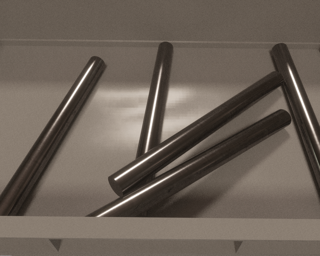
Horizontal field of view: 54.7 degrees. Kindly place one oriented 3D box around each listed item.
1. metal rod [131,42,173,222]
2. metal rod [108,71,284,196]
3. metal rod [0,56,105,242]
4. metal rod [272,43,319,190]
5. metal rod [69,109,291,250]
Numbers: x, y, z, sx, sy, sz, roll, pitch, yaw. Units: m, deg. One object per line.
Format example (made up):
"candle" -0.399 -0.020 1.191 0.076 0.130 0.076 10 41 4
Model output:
"metal rod" -0.008 -0.020 0.421 0.025 0.025 0.300 5 50 4
"metal rod" 0.065 -0.007 0.392 0.302 0.025 0.025 -31 57 -31
"metal rod" -0.137 0.007 0.396 0.025 0.025 0.300 12 51 9
"metal rod" 0.197 -0.017 0.421 0.025 0.025 0.300 1 50 0
"metal rod" 0.046 0.042 0.348 0.302 0.025 0.025 -25 54 -28
